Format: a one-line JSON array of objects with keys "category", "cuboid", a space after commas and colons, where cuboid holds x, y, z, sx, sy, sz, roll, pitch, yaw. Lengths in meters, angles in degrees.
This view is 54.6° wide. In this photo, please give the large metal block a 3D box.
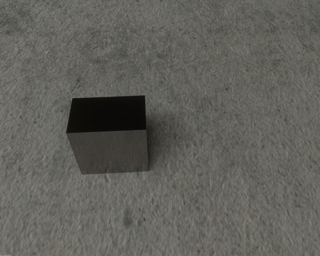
[{"category": "large metal block", "cuboid": [-0.055, 0.010, 0.359, 0.080, 0.080, 0.050, -3, 50, -2]}]
